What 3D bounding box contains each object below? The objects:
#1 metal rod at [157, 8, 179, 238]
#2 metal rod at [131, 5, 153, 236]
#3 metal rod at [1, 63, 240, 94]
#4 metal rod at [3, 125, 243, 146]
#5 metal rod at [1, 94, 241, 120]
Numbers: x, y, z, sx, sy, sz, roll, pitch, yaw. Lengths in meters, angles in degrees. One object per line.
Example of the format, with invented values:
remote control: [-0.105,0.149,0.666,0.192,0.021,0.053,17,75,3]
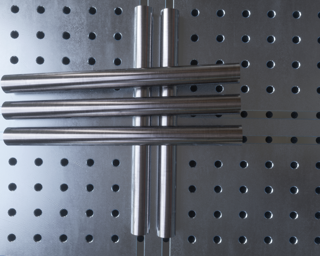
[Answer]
metal rod: [0.011,-0.006,0.414,0.025,0.025,0.298,1,90,-1]
metal rod: [-0.024,-0.010,0.413,0.025,0.025,0.298,1,90,-1]
metal rod: [-0.054,-0.062,0.392,0.302,0.025,0.025,-1,90,7]
metal rod: [-0.052,0.010,0.392,0.302,0.025,0.025,0,90,8]
metal rod: [-0.054,-0.026,0.392,0.302,0.025,0.025,-1,90,7]
